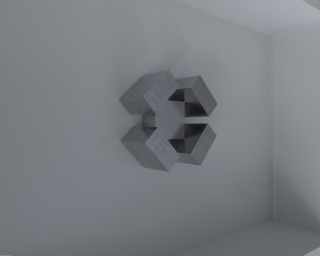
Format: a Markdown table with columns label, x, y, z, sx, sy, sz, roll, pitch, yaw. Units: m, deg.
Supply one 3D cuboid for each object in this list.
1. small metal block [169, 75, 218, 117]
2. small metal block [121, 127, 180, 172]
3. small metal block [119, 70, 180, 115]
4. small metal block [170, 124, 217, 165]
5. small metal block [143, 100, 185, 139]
| label | x | y | z | sx | sy | sz | roll | pitch | yaw |
| --- | --- | --- | --- | --- | --- | --- | --- | --- | --- |
| small metal block | 0.042 | -0.042 | 0.422 | 0.025 | 0.050 | 0.050 | -53 | 122 | -28 |
| small metal block | -0.012 | 0.025 | 0.378 | 0.025 | 0.050 | 0.050 | -52 | 120 | -26 |
| small metal block | -0.013 | -0.043 | 0.376 | 0.050 | 0.050 | 0.025 | -49 | 119 | -28 |
| small metal block | 0.041 | 0.021 | 0.422 | 0.025 | 0.050 | 0.050 | 49 | 60 | -30 |
| small metal block | 0.006 | -0.011 | 0.408 | 0.050 | 0.025 | 0.050 | 1 | 90 | -40 |
